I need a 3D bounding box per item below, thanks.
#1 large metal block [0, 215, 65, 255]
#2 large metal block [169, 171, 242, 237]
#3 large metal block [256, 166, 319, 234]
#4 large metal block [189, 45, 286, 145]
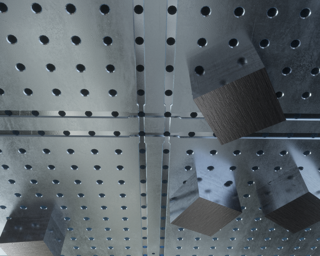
[{"bbox_3d":[-0.232,0.207,0.568,0.080,0.050,0.080,-5,130,4],"label":"large metal block"},{"bbox_3d":[0.071,0.125,0.503,0.080,0.050,0.080,24,126,-20],"label":"large metal block"},{"bbox_3d":[0.218,0.118,0.499,0.080,0.050,0.080,33,123,-25],"label":"large metal block"},{"bbox_3d":[0.091,-0.036,0.366,0.080,0.050,0.080,-24,127,18],"label":"large metal block"}]
